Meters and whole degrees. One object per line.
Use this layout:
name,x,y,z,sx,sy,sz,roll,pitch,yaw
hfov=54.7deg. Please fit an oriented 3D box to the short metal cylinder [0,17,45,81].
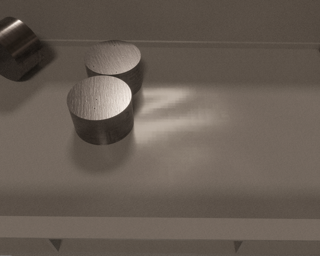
short metal cylinder,-0.224,-0.118,0.466,0.080,0.080,0.050,23,54,17

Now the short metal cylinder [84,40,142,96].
short metal cylinder,-0.068,-0.086,0.461,0.081,0.050,0.080,0,50,0

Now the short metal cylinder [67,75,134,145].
short metal cylinder,-0.076,-0.024,0.408,0.081,0.050,0.080,0,50,0
